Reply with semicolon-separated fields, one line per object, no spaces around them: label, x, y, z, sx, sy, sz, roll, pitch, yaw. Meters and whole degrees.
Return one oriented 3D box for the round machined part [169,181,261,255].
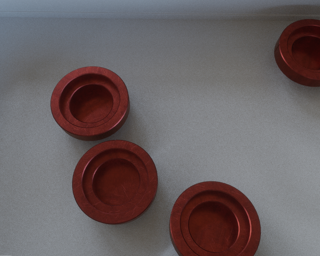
round machined part;0.059;0.114;0.353;0.099;0.042;0.098;1;60;-2

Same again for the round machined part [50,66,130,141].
round machined part;-0.089;-0.029;0.410;0.099;0.042;0.098;0;70;0

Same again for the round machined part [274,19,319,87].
round machined part;0.211;-0.101;0.439;0.099;0.042;0.098;0;70;0

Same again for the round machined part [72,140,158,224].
round machined part;-0.052;0.067;0.376;0.099;0.042;0.098;0;70;0
